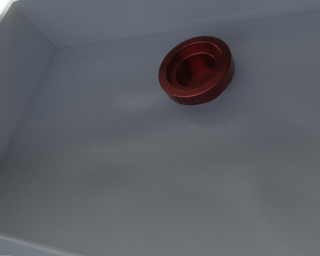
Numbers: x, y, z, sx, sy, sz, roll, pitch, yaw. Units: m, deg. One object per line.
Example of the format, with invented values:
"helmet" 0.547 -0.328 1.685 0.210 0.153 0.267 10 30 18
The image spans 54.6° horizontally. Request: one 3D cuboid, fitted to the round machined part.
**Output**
"round machined part" 0.051 -0.071 0.412 0.098 0.042 0.098 -13 56 21
